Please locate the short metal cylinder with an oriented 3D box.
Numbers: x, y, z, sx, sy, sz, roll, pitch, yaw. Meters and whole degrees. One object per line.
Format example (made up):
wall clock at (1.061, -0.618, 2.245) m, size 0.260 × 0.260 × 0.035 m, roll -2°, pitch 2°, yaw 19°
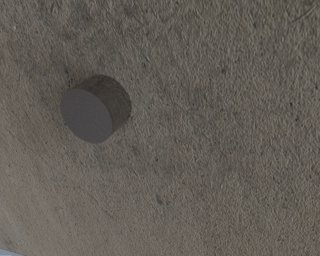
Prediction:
short metal cylinder at (-0.086, -0.026, 0.421) m, size 0.080 × 0.050 × 0.080 m, roll 13°, pitch 124°, yaw 21°
